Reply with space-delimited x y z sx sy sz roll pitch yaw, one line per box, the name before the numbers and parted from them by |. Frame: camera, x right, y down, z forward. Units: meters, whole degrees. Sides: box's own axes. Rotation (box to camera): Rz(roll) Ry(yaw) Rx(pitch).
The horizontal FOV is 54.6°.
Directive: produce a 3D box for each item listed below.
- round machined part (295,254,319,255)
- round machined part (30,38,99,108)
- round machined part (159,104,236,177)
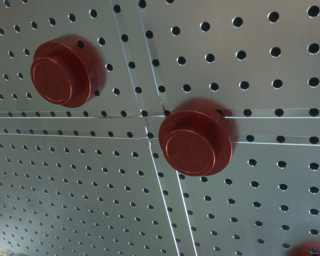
round machined part | 0.218 0.223 0.423 0.098 0.042 0.097 13 124 21
round machined part | -0.138 -0.071 0.430 0.098 0.042 0.097 13 124 21
round machined part | 0.042 0.022 0.392 0.098 0.042 0.097 13 124 21
